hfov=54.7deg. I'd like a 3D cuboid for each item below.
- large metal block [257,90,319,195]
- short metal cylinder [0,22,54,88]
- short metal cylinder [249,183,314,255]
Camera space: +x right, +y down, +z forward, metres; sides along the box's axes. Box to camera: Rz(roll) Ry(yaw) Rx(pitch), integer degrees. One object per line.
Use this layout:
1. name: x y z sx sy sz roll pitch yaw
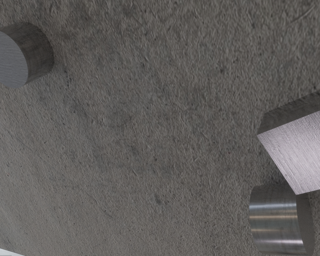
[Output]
1. large metal block: 0.159 0.012 0.315 0.080 0.050 0.080 -28 104 37
2. short metal cylinder: -0.197 -0.102 0.432 0.080 0.050 0.079 13 124 21
3. short metal cylinder: 0.143 0.106 0.361 0.050 0.080 0.080 -12 112 33
